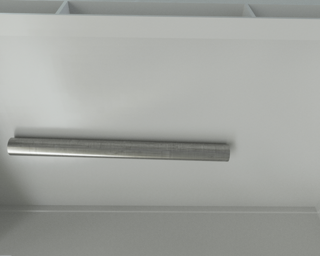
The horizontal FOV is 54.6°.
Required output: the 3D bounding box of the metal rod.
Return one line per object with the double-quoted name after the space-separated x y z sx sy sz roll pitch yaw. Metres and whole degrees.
-0.055 0.030 0.434 0.302 0.025 0.025 2 130 -2 "metal rod"
